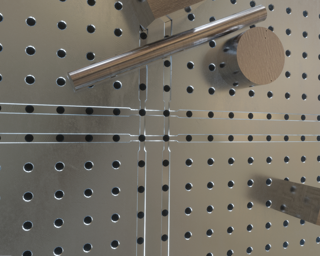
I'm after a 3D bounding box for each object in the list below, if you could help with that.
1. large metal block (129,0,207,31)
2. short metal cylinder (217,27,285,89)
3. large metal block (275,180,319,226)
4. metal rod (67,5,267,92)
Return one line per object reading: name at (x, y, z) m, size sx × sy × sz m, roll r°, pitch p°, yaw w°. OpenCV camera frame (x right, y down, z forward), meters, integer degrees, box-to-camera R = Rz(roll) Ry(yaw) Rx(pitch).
large metal block at (0.003, -0.184, 0.401) m, size 0.081 × 0.050 × 0.080 m, roll -28°, pitch 100°, yaw -18°
short metal cylinder at (0.131, -0.100, 0.449) m, size 0.081 × 0.050 × 0.079 m, roll 0°, pitch 90°, yaw -20°
large metal block at (0.242, 0.120, 0.475) m, size 0.081 × 0.080 × 0.050 m, roll 19°, pitch 84°, yaw -20°
metal rod at (0.024, -0.115, 0.422) m, size 0.302 × 0.025 × 0.025 m, roll -25°, pitch 99°, yaw -19°
